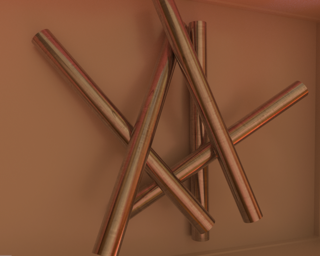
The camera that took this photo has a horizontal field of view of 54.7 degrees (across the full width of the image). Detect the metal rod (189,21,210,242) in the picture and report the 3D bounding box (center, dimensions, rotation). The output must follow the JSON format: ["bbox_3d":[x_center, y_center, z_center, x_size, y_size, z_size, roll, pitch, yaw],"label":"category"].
[{"bbox_3d":[0.054,0.005,0.430,0.025,0.025,0.298,-1,90,-20],"label":"metal rod"}]

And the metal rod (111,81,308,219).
[{"bbox_3d":[0.068,0.030,0.406,0.301,0.025,0.025,-34,102,-6],"label":"metal rod"}]

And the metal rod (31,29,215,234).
[{"bbox_3d":[-0.041,0.007,0.368,0.025,0.025,0.300,-42,93,-15],"label":"metal rod"}]

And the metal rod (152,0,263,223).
[{"bbox_3d":[0.057,-0.027,0.380,0.025,0.025,0.299,-23,91,-19],"label":"metal rod"}]

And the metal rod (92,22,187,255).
[{"bbox_3d":[-0.014,-0.009,0.356,0.025,0.025,0.300,25,63,-18],"label":"metal rod"}]
